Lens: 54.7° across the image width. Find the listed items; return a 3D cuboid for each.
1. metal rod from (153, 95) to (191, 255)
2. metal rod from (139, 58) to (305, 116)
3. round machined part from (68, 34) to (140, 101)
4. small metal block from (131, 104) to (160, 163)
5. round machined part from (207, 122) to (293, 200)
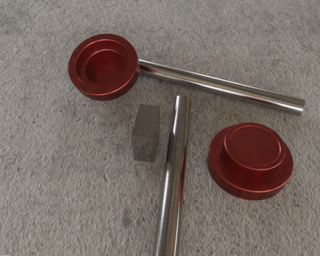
[{"bbox_3d":[0.013,0.077,0.338,0.025,0.025,0.300,6,50,4],"label":"metal rod"},{"bbox_3d":[0.055,-0.069,0.461,0.301,0.025,0.025,16,52,13],"label":"metal rod"},{"bbox_3d":[-0.077,-0.083,0.448,0.099,0.042,0.098,-2,71,6],"label":"round machined part"},{"bbox_3d":[-0.016,0.007,0.381,0.025,0.050,0.050,7,50,5],"label":"small metal block"},{"bbox_3d":[0.107,0.032,0.367,0.099,0.042,0.098,0,50,0],"label":"round machined part"}]
